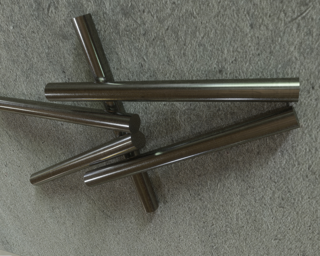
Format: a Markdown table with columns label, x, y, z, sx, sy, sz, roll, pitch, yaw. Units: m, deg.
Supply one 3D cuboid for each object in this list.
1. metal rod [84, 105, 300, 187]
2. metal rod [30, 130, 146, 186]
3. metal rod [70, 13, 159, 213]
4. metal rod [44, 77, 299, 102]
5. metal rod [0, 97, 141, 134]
| label | x | y | z | sx | sy | sz | roll | pitch | yaw |
| --- | --- | --- | --- | --- | --- | --- | --- | --- | --- |
| metal rod | 0.019 | 0.032 | 0.397 | 0.300 | 0.025 | 0.025 | -20 | 108 | 28 |
| metal rod | -0.132 | 0.056 | 0.492 | 0.299 | 0.025 | 0.025 | -22 | 107 | 41 |
| metal rod | -0.055 | -0.005 | 0.433 | 0.025 | 0.025 | 0.298 | -3 | 117 | 29 |
| metal rod | -0.003 | -0.043 | 0.361 | 0.301 | 0.025 | 0.025 | 2 | 120 | 19 |
| metal rod | -0.160 | -0.025 | 0.457 | 0.300 | 0.025 | 0.025 | 9 | 122 | 30 |
